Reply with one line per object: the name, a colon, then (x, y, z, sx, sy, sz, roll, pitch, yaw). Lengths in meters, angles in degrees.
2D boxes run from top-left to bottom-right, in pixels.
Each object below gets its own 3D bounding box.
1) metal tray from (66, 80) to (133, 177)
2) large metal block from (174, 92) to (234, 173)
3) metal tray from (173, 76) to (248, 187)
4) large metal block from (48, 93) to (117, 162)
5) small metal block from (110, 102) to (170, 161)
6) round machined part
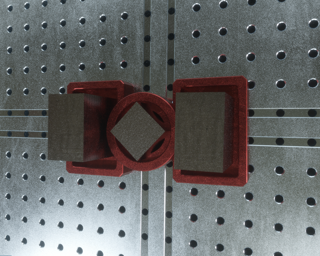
metal tray: (-0.086, 0.000, 0.439, 0.090, 0.030, 0.129, 1, 90, 20)
large metal block: (0.053, 0.003, 0.350, 0.050, 0.080, 0.080, 2, 91, 20)
metal tray: (0.063, 0.004, 0.387, 0.090, 0.030, 0.129, 0, 90, 20)
large metal block: (-0.098, -0.001, 0.404, 0.050, 0.080, 0.080, 1, 90, 20)
small metal block: (-0.023, 0.004, 0.377, 0.050, 0.025, 0.050, 46, 104, 14)
round machined part: (-0.016, 0.005, 0.400, 0.098, 0.042, 0.097, 0, 90, 20)
